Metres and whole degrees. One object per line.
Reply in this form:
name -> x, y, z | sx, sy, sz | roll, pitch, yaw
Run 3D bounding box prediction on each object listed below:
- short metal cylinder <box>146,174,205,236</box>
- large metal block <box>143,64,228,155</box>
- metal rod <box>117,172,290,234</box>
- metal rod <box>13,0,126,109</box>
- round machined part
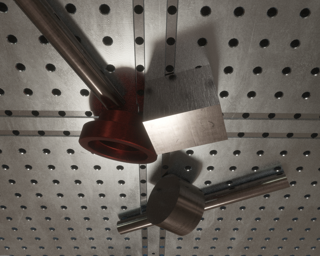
short metal cylinder -> 0.023, 0.118, 0.477 | 0.050, 0.080, 0.080 | 32, 123, -24
large metal block -> 0.028, -0.022, 0.357 | 0.080, 0.080, 0.050 | -13, 129, 10
metal rod -> 0.063, 0.131, 0.524 | 0.301, 0.025, 0.025 | -21, 127, 16
metal rod -> -0.128, -0.126, 0.302 | 0.025, 0.025, 0.300 | -24, 127, 18
round machined part -> -0.048, 0.010, 0.391 | 0.099, 0.042, 0.098 | 10, 159, 4
